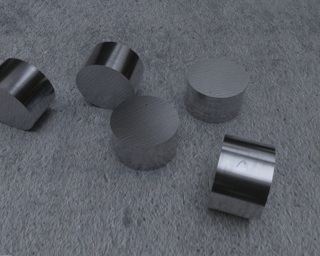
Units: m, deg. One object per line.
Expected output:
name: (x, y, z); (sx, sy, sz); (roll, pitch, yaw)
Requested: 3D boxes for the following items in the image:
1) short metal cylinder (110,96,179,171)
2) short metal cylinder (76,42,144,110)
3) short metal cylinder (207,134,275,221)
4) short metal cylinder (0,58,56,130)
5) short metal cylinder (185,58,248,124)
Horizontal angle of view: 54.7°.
short metal cylinder: (-0.018, 0.006, 0.382); (0.080, 0.050, 0.080); (0, 50, 0)
short metal cylinder: (-0.067, -0.070, 0.426); (0.080, 0.080, 0.050); (9, 51, 7)
short metal cylinder: (0.084, 0.051, 0.325); (0.050, 0.080, 0.080); (14, 51, 11)
short metal cylinder: (-0.186, -0.043, 0.402); (0.080, 0.080, 0.050); (16, 52, 13)
short metal cylinder: (0.077, -0.052, 0.431); (0.080, 0.050, 0.080); (0, 50, 0)
